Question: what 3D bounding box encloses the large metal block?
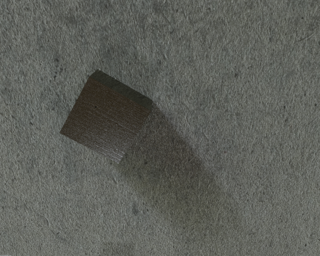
[{"bbox_3d":[-0.065,-0.016,0.390,0.080,0.050,0.080,29,107,-11],"label":"large metal block"}]
